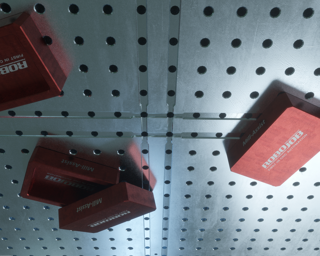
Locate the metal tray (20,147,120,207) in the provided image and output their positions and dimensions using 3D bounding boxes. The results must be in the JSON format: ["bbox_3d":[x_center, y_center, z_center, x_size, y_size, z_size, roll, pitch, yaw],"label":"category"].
[{"bbox_3d":[-0.139,0.086,0.479,0.131,0.030,0.089,19,128,-16],"label":"metal tray"}]

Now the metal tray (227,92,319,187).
[{"bbox_3d":[0.166,0.022,0.428,0.090,0.030,0.129,20,127,-17],"label":"metal tray"}]

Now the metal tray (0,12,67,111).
[{"bbox_3d":[-0.187,-0.065,0.350,0.130,0.030,0.090,-13,129,11],"label":"metal tray"}]

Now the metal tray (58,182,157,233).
[{"bbox_3d":[-0.083,0.131,0.496,0.130,0.030,0.090,-26,148,19],"label":"metal tray"}]
